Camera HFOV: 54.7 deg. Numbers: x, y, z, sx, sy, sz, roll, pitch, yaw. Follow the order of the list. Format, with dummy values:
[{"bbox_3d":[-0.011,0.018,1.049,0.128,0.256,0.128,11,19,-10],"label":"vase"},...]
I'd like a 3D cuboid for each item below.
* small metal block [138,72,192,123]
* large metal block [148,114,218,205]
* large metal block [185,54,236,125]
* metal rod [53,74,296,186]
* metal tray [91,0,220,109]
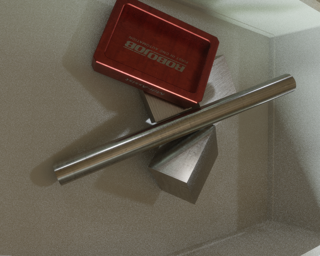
[{"bbox_3d":[0.005,-0.039,0.395,0.050,0.025,0.050,-22,93,-14],"label":"small metal block"},{"bbox_3d":[0.034,0.041,0.400,0.080,0.050,0.080,-60,155,-22],"label":"large metal block"},{"bbox_3d":[0.062,-0.050,0.445,0.081,0.050,0.080,-36,112,-35],"label":"large metal block"},{"bbox_3d":[0.029,-0.005,0.359,0.302,0.025,0.025,-21,105,-15],"label":"metal rod"},{"bbox_3d":[-0.003,-0.088,0.366,0.131,0.030,0.090,21,75,-12],"label":"metal tray"}]
